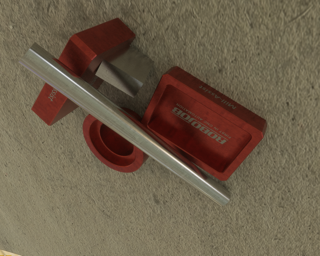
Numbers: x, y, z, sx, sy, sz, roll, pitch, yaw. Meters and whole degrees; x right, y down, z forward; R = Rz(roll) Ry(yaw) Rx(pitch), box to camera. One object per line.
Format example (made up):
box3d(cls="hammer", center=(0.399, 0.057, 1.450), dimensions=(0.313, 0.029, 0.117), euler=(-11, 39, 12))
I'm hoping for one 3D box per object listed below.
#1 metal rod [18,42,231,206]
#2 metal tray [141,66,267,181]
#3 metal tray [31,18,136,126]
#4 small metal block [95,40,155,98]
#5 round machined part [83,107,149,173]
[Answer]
box3d(cls="metal rod", center=(-0.019, 0.013, 0.356), dimensions=(0.301, 0.025, 0.025), euler=(38, 133, -27))
box3d(cls="metal tray", center=(0.048, -0.004, 0.376), dimensions=(0.130, 0.030, 0.089), euler=(33, 129, 6))
box3d(cls="metal tray", center=(-0.092, -0.066, 0.371), dimensions=(0.030, 0.090, 0.129), euler=(45, 129, -3))
box3d(cls="small metal block", center=(-0.039, -0.070, 0.362), dimensions=(0.050, 0.050, 0.025), euler=(31, 132, -10))
box3d(cls="round machined part", center=(-0.054, 0.010, 0.426), dimensions=(0.098, 0.042, 0.097), euler=(18, 131, 23))
